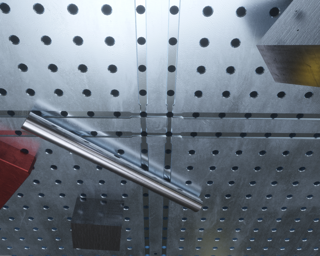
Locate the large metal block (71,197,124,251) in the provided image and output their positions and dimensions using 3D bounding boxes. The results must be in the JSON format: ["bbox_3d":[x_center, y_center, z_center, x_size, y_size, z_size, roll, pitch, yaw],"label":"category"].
[{"bbox_3d":[-0.106,0.168,0.537,0.081,0.050,0.079,6,130,-5],"label":"large metal block"}]

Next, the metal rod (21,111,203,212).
[{"bbox_3d":[-0.055,0.060,0.461,0.301,0.025,0.025,31,124,-24],"label":"metal rod"}]

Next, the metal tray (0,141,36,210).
[{"bbox_3d":[-0.260,0.071,0.466,0.090,0.030,0.129,32,123,-25],"label":"metal tray"}]

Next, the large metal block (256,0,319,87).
[{"bbox_3d":[0.152,-0.084,0.284,0.080,0.080,0.050,-50,123,-13],"label":"large metal block"}]
